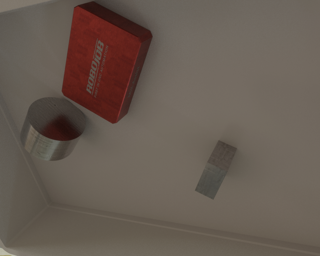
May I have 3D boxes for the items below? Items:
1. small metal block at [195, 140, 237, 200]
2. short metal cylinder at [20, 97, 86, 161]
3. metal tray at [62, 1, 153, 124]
[{"bbox_3d":[0.070,0.052,0.387,0.025,0.050,0.050,25,127,12],"label":"small metal block"},{"bbox_3d":[-0.157,0.001,0.454,0.080,0.080,0.050,39,129,1],"label":"short metal cylinder"},{"bbox_3d":[-0.072,-0.079,0.393,0.090,0.030,0.129,30,128,8],"label":"metal tray"}]
